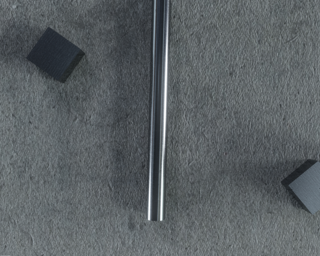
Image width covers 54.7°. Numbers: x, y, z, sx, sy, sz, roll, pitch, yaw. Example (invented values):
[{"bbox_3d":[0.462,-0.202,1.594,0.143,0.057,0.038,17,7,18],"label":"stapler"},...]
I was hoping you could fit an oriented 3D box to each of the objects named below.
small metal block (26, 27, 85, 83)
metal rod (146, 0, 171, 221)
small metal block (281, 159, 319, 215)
[{"bbox_3d":[-0.136,-0.095,0.408,0.050,0.025,0.050,35,90,-1],"label":"small metal block"},{"bbox_3d":[-0.002,-0.030,0.409,0.025,0.025,0.298,2,90,-1],"label":"metal rod"},{"bbox_3d":[0.201,0.077,0.413,0.050,0.025,0.050,-39,91,0],"label":"small metal block"}]
